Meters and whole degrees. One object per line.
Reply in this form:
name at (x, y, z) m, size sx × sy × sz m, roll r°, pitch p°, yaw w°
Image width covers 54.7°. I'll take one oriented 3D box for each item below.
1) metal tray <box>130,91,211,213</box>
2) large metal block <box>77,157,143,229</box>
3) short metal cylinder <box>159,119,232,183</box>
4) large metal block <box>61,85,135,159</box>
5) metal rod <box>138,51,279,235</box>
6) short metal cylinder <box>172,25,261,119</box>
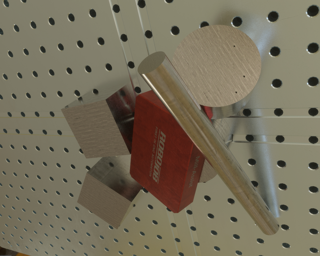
metal tray at (0.007, 0.029, 0.374) m, size 0.090 × 0.030 × 0.129 m, roll 34°, pitch 132°, yaw 32°
large metal block at (-0.079, 0.103, 0.501) m, size 0.080 × 0.050 × 0.079 m, roll 32°, pitch 129°, yaw 7°
short metal cylinder at (0.044, 0.021, 0.385) m, size 0.080 × 0.050 × 0.079 m, roll 13°, pitch 124°, yaw 21°
large metal block at (-0.076, -0.007, 0.431) m, size 0.080 × 0.050 × 0.080 m, roll -8°, pitch 115°, yaw 32°
metal rod at (0.071, 0.041, 0.327) m, size 0.025 × 0.025 × 0.300 m, roll -11°, pitch 136°, yaw 33°
short metal cylinder at (0.055, -0.053, 0.307) m, size 0.080 × 0.050 × 0.080 m, roll -2°, pitch 79°, yaw 8°
